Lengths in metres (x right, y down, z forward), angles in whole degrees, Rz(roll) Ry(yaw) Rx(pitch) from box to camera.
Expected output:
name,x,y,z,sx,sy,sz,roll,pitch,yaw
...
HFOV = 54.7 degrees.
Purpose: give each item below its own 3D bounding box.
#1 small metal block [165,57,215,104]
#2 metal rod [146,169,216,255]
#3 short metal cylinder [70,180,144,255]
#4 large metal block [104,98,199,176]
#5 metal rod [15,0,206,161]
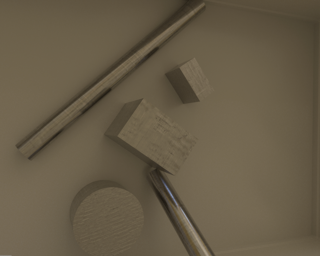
name,x,y,z,sx,sy,sz,roll,pitch,yaw
small metal block,0.038,-0.061,0.413,0.025,0.050,0.050,-37,102,-16
metal rod,0.061,0.161,0.323,0.025,0.300,0.025,-20,141,-17
short metal cylinder,-0.065,0.107,0.374,0.081,0.050,0.079,0,90,-20
large metal block,-0.014,0.011,0.377,0.080,0.080,0.050,36,78,-17
metal rod,-0.051,-0.072,0.392,0.301,0.025,0.025,-44,104,-15
